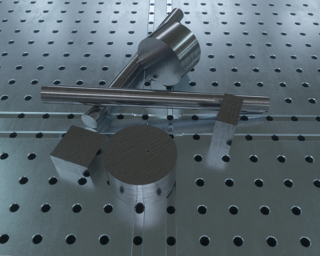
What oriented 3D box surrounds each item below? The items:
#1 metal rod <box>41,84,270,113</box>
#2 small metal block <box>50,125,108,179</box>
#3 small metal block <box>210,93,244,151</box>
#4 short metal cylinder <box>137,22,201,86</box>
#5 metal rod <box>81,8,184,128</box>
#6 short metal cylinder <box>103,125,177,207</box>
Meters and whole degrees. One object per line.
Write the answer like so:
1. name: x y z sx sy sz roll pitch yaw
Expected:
1. metal rod: 0.000 -0.039 0.418 0.302 0.025 0.025 2 50 -7
2. small metal block: -0.097 0.029 0.383 0.050 0.025 0.050 16 52 13
3. small metal block: 0.086 -0.008 0.399 0.025 0.050 0.050 16 52 13
4. short metal cylinder: 0.013 -0.111 0.465 0.080 0.080 0.050 29 56 22
5. metal rod: -0.030 -0.113 0.501 0.025 0.025 0.301 20 53 16
6. short metal cylinder: -0.021 0.043 0.355 0.081 0.050 0.080 0 50 0
